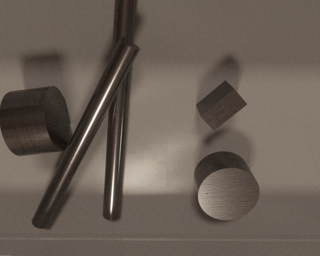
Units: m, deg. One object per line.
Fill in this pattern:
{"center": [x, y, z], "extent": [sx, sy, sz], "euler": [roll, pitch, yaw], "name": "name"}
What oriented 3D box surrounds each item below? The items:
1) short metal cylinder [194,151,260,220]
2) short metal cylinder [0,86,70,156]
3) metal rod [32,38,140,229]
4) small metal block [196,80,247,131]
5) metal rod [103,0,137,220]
{"center": [0.090, 0.079, 0.428], "extent": [0.081, 0.050, 0.079], "euler": [0, 110, -1], "name": "short metal cylinder"}
{"center": [-0.148, -0.008, 0.377], "extent": [0.050, 0.080, 0.079], "euler": [-7, 110, 2], "name": "short metal cylinder"}
{"center": [-0.106, 0.023, 0.402], "extent": [0.025, 0.025, 0.298], "euler": [27, 113, -10], "name": "metal rod"}
{"center": [0.075, -0.029, 0.388], "extent": [0.050, 0.050, 0.025], "euler": [-40, 106, 13], "name": "small metal block"}
{"center": [-0.055, -0.011, 0.406], "extent": [0.025, 0.025, 0.298], "euler": [6, 110, -3], "name": "metal rod"}
